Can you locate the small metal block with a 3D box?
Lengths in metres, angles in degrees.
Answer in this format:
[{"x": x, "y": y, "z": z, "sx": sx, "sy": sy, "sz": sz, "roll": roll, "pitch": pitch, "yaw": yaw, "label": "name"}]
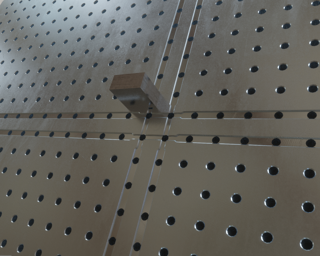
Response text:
[{"x": -0.035, "y": -0.052, "z": 0.441, "sx": 0.050, "sy": 0.050, "sz": 0.025, "roll": 0, "pitch": 62, "yaw": 28, "label": "small metal block"}]
